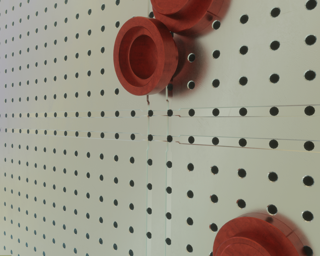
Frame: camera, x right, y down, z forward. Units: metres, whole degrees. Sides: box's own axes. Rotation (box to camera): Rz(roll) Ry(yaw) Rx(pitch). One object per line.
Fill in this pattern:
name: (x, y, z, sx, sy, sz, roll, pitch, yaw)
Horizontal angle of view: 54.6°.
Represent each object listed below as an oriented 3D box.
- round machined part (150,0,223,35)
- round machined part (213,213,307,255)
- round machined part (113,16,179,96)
round machined part: (0.026, -0.167, 0.378, 0.098, 0.042, 0.097, 0, 90, 40)
round machined part: (0.097, 0.141, 0.319, 0.098, 0.042, 0.097, 0, 90, 40)
round machined part: (-0.015, -0.092, 0.405, 0.098, 0.042, 0.097, 11, 106, 44)
